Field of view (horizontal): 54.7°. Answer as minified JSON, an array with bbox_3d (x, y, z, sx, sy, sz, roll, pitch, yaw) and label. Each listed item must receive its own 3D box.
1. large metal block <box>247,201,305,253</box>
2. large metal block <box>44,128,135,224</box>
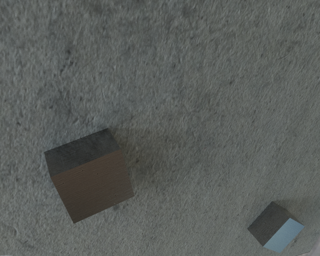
[{"bbox_3d":[0.248,0.213,0.662,0.080,0.050,0.080,32,100,-39],"label":"large metal block"},{"bbox_3d":[-0.085,0.058,0.381,0.081,0.050,0.080,-22,127,-16],"label":"large metal block"}]
